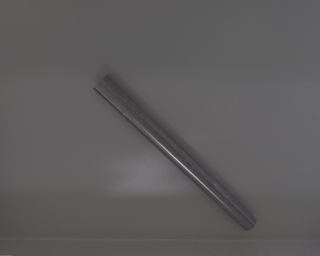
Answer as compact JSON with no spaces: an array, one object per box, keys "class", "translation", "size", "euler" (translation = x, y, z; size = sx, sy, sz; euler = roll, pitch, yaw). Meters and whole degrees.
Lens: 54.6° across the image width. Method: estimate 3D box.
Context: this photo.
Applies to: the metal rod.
[{"class":"metal rod","translation":[0.029,0.043,0.427],"size":[0.025,0.025,0.300],"euler":[-43,105,14]}]
